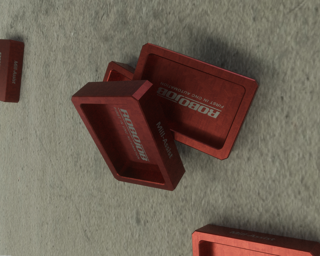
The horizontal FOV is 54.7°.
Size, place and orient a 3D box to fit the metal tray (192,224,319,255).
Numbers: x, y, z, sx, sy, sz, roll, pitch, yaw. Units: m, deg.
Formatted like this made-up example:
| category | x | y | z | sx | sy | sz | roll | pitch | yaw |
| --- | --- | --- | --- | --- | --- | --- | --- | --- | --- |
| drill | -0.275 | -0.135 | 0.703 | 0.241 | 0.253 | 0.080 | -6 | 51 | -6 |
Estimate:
| category | x | y | z | sx | sy | sz | roll | pitch | yaw |
| --- | --- | --- | --- | --- | --- | --- | --- | --- | --- |
| metal tray | 0.097 | 0.156 | 0.320 | 0.130 | 0.030 | 0.089 | -4 | 87 | 39 |

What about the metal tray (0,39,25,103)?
| category | x | y | z | sx | sy | sz | roll | pitch | yaw |
| --- | --- | --- | --- | --- | --- | --- | --- | --- | --- |
| metal tray | -0.338 | -0.126 | 0.676 | 0.090 | 0.030 | 0.129 | 14 | 99 | 38 |

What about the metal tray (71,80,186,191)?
| category | x | y | z | sx | sy | sz | roll | pitch | yaw |
| --- | --- | --- | --- | --- | --- | --- | --- | --- | --- |
| metal tray | -0.033 | 0.010 | 0.348 | 0.090 | 0.030 | 0.129 | 3 | 130 | 33 |

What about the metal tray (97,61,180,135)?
| category | x | y | z | sx | sy | sz | roll | pitch | yaw |
| --- | --- | --- | --- | --- | --- | --- | --- | --- | --- |
| metal tray | -0.034 | -0.027 | 0.427 | 0.130 | 0.030 | 0.089 | 34 | 111 | 34 |

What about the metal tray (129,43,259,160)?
| category | x | y | z | sx | sy | sz | roll | pitch | yaw |
| --- | --- | --- | --- | --- | --- | --- | --- | --- | --- |
| metal tray | 0.031 | -0.031 | 0.345 | 0.130 | 0.030 | 0.089 | 23 | 106 | 15 |
